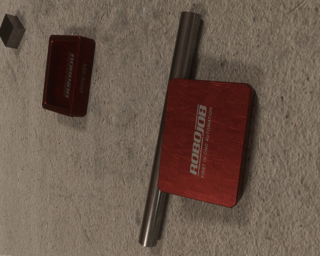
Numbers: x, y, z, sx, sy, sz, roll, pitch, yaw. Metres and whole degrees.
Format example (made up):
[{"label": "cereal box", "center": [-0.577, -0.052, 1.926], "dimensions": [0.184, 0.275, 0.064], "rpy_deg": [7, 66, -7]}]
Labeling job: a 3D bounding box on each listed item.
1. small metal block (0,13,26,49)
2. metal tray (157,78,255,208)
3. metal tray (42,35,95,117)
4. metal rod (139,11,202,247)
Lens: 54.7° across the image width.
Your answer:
[{"label": "small metal block", "center": [-0.318, -0.207, 0.663], "dimensions": [0.050, 0.025, 0.050], "rpy_deg": [-51, 60, 27]}, {"label": "metal tray", "center": [0.050, 0.013, 0.344], "dimensions": [0.090, 0.030, 0.129], "rpy_deg": [8, 95, 24]}, {"label": "metal tray", "center": [-0.158, -0.090, 0.528], "dimensions": [0.090, 0.030, 0.129], "rpy_deg": [15, 99, 38]}, {"label": "metal rod", "center": [0.011, 0.008, 0.394], "dimensions": [0.025, 0.025, 0.298], "rpy_deg": [17, 101, 38]}]
